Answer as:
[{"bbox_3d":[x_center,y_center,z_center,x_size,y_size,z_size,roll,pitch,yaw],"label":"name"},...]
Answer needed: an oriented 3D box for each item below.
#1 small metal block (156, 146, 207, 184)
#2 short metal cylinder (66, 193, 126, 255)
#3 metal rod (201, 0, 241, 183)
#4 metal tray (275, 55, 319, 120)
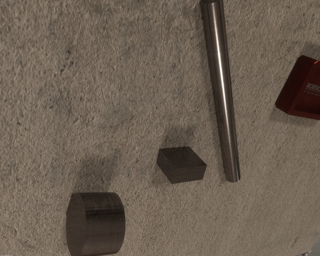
[{"bbox_3d":[0.030,0.051,0.441,0.050,0.050,0.025,-3,120,-28],"label":"small metal block"},{"bbox_3d":[-0.085,0.125,0.403,0.050,0.080,0.079,7,115,-32],"label":"short metal cylinder"},{"bbox_3d":[0.092,-0.031,0.439,0.025,0.025,0.298,-26,128,-13],"label":"metal rod"},{"bbox_3d":[0.262,-0.061,0.511,0.131,0.030,0.089,6,115,-32],"label":"metal tray"}]
